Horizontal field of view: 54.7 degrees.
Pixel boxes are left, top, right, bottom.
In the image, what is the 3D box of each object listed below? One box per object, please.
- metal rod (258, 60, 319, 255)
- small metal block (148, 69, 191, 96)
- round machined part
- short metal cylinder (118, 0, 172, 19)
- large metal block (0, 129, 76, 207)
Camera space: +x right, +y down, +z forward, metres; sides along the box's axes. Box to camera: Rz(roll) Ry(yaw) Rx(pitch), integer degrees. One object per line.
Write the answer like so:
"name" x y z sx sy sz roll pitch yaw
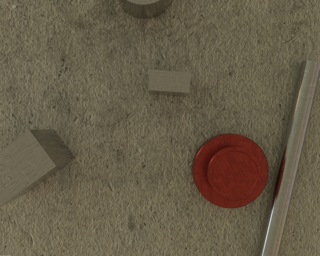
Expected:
"metal rod" 0.169 0.059 0.412 0.025 0.025 0.298 13 90 -1
"small metal block" 0.011 -0.056 0.398 0.050 0.050 0.025 4 90 -1
"round machined part" 0.093 0.056 0.403 0.099 0.042 0.097 0 90 -1
"short metal cylinder" -0.020 -0.188 0.397 0.081 0.050 0.079 0 90 -1
"large metal block" -0.162 0.045 0.380 0.080 0.080 0.050 -36 90 0
